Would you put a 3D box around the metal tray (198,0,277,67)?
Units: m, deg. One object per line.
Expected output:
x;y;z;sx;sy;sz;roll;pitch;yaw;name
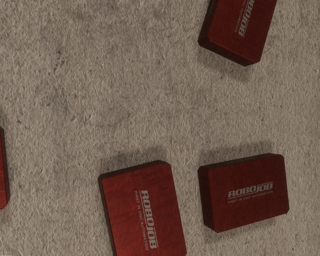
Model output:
0.117;-0.167;0.451;0.091;0.030;0.129;19;83;-20;metal tray

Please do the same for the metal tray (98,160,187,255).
-0.022;0.114;0.399;0.091;0.030;0.129;-12;94;-20;metal tray

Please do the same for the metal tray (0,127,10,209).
-0.232;0.047;0.320;0.131;0.030;0.089;-5;92;-20;metal tray

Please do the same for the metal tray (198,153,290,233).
0.124;0.091;0.454;0.131;0.030;0.089;-8;93;-20;metal tray
